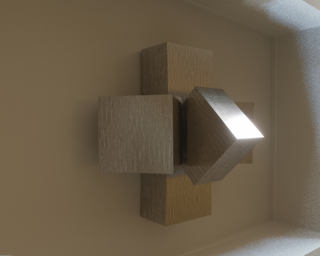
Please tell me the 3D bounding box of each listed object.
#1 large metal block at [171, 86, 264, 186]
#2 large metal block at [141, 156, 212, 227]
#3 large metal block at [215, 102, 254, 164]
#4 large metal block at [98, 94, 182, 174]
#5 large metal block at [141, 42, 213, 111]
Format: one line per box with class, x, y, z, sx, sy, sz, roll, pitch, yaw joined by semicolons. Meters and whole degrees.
large metal block;0.058;0.009;0.366;0.050;0.080;0.080;-1;47;-41
large metal block;0.022;0.076;0.408;0.081;0.050;0.080;1;90;-40
large metal block;0.095;0.006;0.439;0.050;0.080;0.080;1;90;-1
large metal block;-0.020;0.006;0.342;0.050;0.080;0.079;-6;96;-76
large metal block;0.024;-0.062;0.405;0.081;0.050;0.079;-2;92;-40
